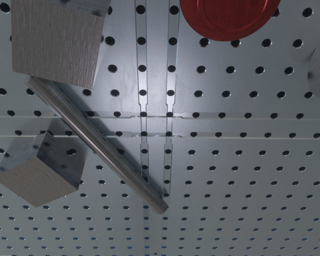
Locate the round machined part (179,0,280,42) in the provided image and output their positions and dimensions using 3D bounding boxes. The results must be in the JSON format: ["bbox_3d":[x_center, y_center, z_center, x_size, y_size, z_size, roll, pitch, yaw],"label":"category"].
[{"bbox_3d":[0.068,-0.127,0.293,0.099,0.042,0.097,0,130,0],"label":"round machined part"}]

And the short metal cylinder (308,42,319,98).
[{"bbox_3d":[0.203,-0.064,0.323,0.050,0.080,0.079,12,129,-10],"label":"short metal cylinder"}]

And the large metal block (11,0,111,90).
[{"bbox_3d":[-0.099,-0.094,0.314,0.081,0.050,0.079,12,129,-10],"label":"large metal block"}]

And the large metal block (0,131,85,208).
[{"bbox_3d":[-0.171,0.061,0.446,0.080,0.050,0.080,-25,126,19],"label":"large metal block"}]

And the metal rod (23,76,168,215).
[{"bbox_3d":[-0.073,0.038,0.442,0.025,0.025,0.300,-24,127,19],"label":"metal rod"}]
